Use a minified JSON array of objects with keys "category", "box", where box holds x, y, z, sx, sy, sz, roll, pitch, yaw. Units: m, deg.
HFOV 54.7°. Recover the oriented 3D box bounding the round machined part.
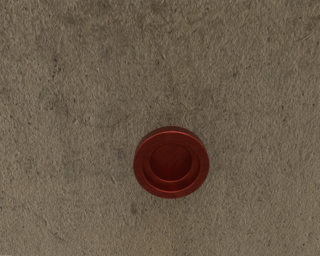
[{"category":"round machined part","box":[0.014,0.042,0.418,0.099,0.042,0.097,0,110,-1]}]
